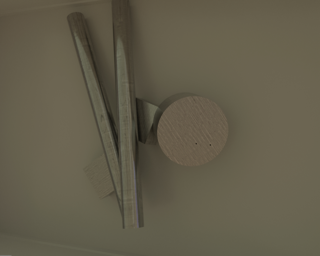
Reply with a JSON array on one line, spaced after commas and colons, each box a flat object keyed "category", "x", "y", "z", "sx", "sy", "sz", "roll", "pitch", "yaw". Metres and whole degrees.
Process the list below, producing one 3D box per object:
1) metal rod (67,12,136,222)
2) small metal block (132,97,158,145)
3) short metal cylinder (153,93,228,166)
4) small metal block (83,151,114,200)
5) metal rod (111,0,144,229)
[{"category": "metal rod", "x": -0.079, "y": -0.023, "z": 0.420, "sx": 0.025, "sy": 0.025, "sz": 0.299, "roll": -22, "pitch": 77, "yaw": 18}, {"category": "small metal block", "x": -0.022, "y": -0.010, "z": 0.411, "sx": 0.050, "sy": 0.025, "sz": 0.050, "roll": 25, "pitch": 98, "yaw": 33}, {"category": "short metal cylinder", "x": 0.034, "y": 0.000, "z": 0.368, "sx": 0.081, "sy": 0.050, "sz": 0.079, "roll": -1, "pitch": 101, "yaw": -7}, {"category": "small metal block", "x": -0.071, "y": 0.064, "z": 0.435, "sx": 0.050, "sy": 0.025, "sz": 0.050, "roll": -36, "pitch": 79, "yaw": 16}, {"category": "metal rod", "x": -0.043, "y": -0.029, "z": 0.395, "sx": 0.025, "sy": 0.025, "sz": 0.299, "roll": -9, "pitch": 76, "yaw": 19}]
